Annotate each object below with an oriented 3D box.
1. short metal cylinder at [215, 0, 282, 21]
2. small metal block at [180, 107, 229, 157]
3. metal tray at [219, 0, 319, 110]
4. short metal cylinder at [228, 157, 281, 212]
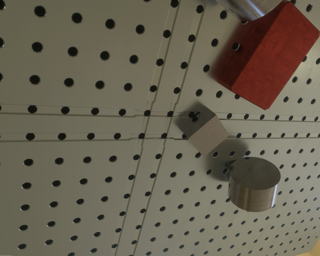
[{"bbox_3d":[0.093,-0.162,0.326,0.050,0.080,0.080,24,106,-37],"label":"short metal cylinder"},{"bbox_3d":[0.066,0.007,0.451,0.050,0.025,0.050,-41,130,-1],"label":"small metal block"},{"bbox_3d":[0.152,-0.098,0.430,0.091,0.030,0.129,21,107,-36],"label":"metal tray"},{"bbox_3d":[0.156,0.093,0.518,0.081,0.080,0.050,-17,125,-19],"label":"short metal cylinder"}]
